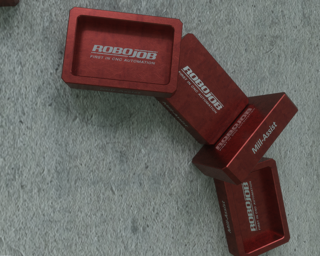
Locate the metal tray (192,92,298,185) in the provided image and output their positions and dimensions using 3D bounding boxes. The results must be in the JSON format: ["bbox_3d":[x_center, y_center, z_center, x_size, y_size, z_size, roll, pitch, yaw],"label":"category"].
[{"bbox_3d":[0.110,0.011,0.414,0.030,0.090,0.130,46,76,-15],"label":"metal tray"}]

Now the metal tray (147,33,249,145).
[{"bbox_3d":[0.050,-0.051,0.425,0.130,0.030,0.090,45,76,-15],"label":"metal tray"}]

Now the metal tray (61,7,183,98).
[{"bbox_3d":[-0.043,-0.088,0.368,0.131,0.030,0.090,5,84,-4],"label":"metal tray"}]

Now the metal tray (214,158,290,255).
[{"bbox_3d":[0.136,0.116,0.456,0.091,0.030,0.129,-14,95,-20],"label":"metal tray"}]

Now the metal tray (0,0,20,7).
[{"bbox_3d":[-0.226,-0.175,0.323,0.131,0.030,0.089,-11,94,-20],"label":"metal tray"}]
